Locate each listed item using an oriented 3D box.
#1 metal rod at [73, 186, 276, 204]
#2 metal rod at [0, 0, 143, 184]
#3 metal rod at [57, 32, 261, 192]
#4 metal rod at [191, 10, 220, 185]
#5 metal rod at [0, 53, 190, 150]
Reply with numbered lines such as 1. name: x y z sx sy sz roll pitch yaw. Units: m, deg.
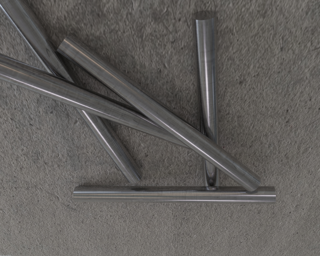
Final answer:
1. metal rod: 0.015 0.100 0.468 0.301 0.025 0.025 -2 131 11
2. metal rod: -0.095 -0.031 0.379 0.025 0.025 0.299 -18 128 14
3. metal rod: 0.013 -0.008 0.377 0.301 0.025 0.025 36 122 -19
4. metal rod: 0.065 -0.001 0.406 0.025 0.025 0.298 -6 130 5
5. metal rod: -0.079 -0.030 0.352 0.302 0.025 0.025 21 127 -28
